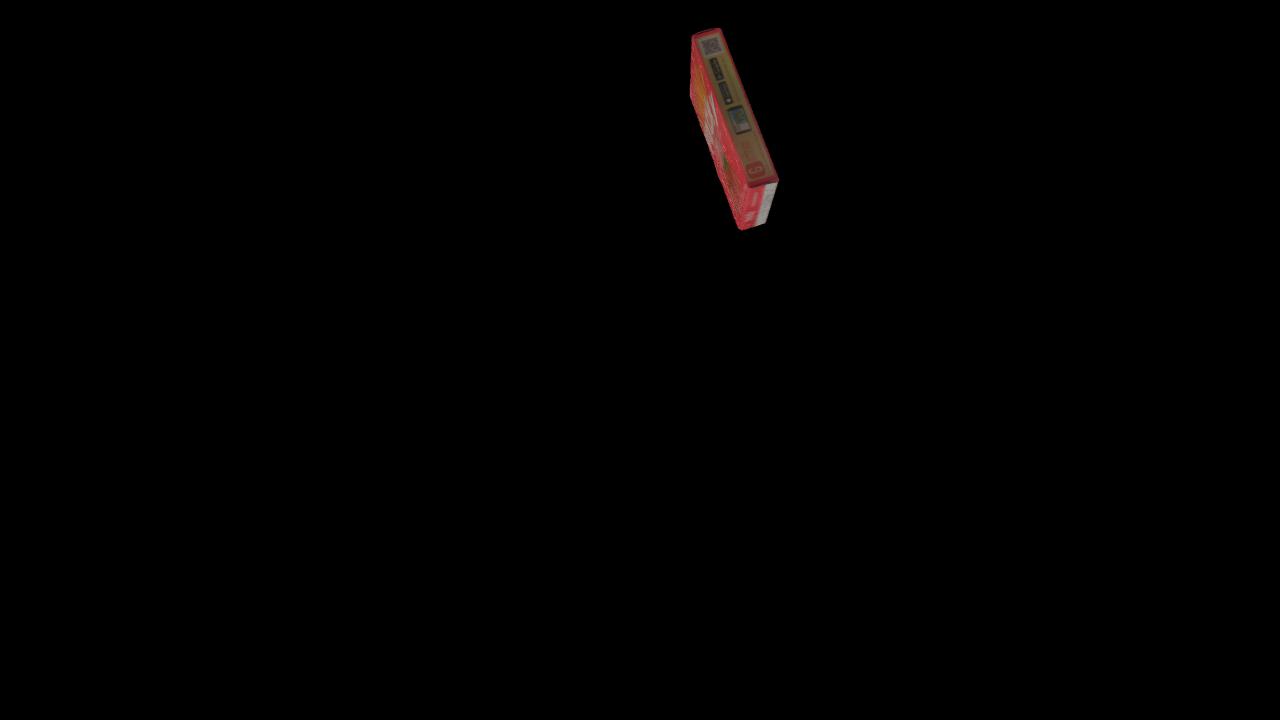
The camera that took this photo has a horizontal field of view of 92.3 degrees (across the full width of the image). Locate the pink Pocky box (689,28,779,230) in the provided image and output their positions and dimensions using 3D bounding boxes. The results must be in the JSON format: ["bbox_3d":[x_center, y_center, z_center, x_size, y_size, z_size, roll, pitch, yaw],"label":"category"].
[{"bbox_3d":[0.080,-0.202,0.548,0.029,0.155,0.084,-17,-12,-1],"label":"pink Pocky box"}]
